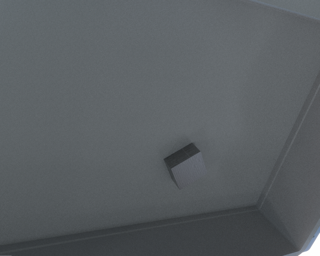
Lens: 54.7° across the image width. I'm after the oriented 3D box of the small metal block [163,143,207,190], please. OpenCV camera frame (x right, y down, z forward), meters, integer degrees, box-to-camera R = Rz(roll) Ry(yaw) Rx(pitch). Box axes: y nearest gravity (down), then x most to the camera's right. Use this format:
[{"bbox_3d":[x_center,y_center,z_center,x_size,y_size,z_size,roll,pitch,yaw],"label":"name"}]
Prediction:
[{"bbox_3d":[0.039,0.058,0.468,0.050,0.025,0.050,-29,129,-10],"label":"small metal block"}]
